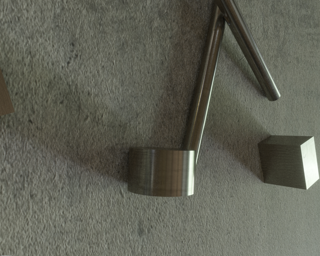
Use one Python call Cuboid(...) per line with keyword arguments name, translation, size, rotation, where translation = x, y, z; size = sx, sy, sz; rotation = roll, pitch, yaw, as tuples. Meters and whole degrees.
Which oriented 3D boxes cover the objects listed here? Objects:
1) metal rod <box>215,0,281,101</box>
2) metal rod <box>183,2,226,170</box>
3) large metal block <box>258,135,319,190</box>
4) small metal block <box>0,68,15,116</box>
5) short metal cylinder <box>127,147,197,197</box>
Cuboid(name="metal rod", translation=(0.133, -0.142, 0.489), size=(0.300, 0.025, 0.025), rotation=(45, 63, -40))
Cuboid(name="metal rod", translation=(0.069, -0.077, 0.462), size=(0.025, 0.025, 0.299), rotation=(21, 77, -38))
Cuboid(name="large metal block", translation=(0.233, 0.059, 0.564), size=(0.050, 0.080, 0.080), rotation=(-21, 104, -38))
Cuboid(name="small metal block", translation=(-0.163, -0.031, 0.268), size=(0.050, 0.025, 0.050), rotation=(-22, 104, -38))
Cuboid(name="short metal cylinder", translation=(0.002, 0.050, 0.371), size=(0.081, 0.080, 0.050), rotation=(4, 88, -40))
